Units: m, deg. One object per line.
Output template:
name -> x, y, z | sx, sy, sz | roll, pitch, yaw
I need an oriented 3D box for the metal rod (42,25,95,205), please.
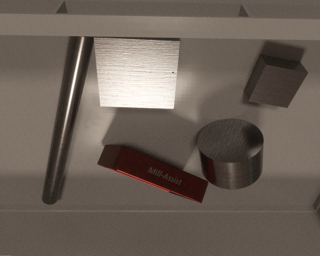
metal rod -> -0.129, 0.007, 0.412 | 0.025, 0.025, 0.298 | 15, 129, -13

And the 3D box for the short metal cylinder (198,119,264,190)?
short metal cylinder -> 0.092, 0.032, 0.402 | 0.080, 0.080, 0.050 | -8, 130, 6

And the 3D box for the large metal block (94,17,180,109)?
large metal block -> -0.023, -0.069, 0.334 | 0.081, 0.050, 0.079 | 2, 130, -2

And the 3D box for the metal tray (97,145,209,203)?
metal tray -> -0.011, 0.061, 0.423 | 0.131, 0.030, 0.090 | 25, 168, -21

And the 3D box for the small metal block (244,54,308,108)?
small metal block -> 0.135, -0.055, 0.365 | 0.050, 0.025, 0.050 | 9, 130, -8
